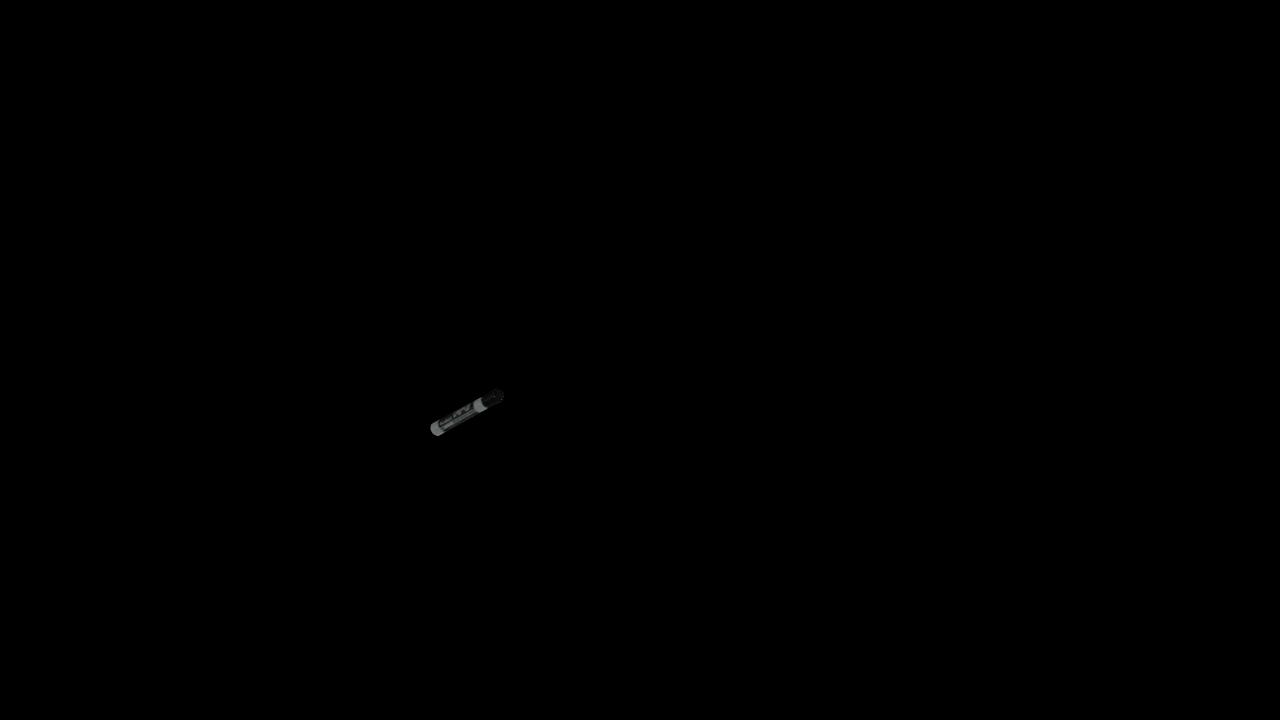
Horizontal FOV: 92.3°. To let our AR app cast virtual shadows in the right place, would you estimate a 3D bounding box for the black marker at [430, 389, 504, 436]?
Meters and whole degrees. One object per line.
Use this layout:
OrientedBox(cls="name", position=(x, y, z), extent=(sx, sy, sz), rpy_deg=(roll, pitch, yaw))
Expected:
OrientedBox(cls="black marker", position=(-0.223, 0.067, 0.797), extent=(0.121, 0.020, 0.020), rpy_deg=(-27, -11, 23))
